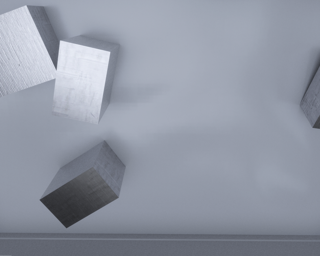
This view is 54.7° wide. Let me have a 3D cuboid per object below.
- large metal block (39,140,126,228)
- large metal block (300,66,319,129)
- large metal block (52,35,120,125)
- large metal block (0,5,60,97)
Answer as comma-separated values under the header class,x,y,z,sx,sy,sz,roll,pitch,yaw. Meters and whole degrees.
class,x,y,z,sx,sy,sz,roll,pitch,yaw
large metal block,-0.096,0.071,0.407,0.080,0.080,0.050,-32,107,11
large metal block,0.232,-0.040,0.373,0.081,0.050,0.079,9,127,-3
large metal block,-0.083,-0.059,0.359,0.050,0.080,0.079,12,110,-5
large metal block,-0.165,-0.089,0.363,0.080,0.050,0.080,-18,109,6
